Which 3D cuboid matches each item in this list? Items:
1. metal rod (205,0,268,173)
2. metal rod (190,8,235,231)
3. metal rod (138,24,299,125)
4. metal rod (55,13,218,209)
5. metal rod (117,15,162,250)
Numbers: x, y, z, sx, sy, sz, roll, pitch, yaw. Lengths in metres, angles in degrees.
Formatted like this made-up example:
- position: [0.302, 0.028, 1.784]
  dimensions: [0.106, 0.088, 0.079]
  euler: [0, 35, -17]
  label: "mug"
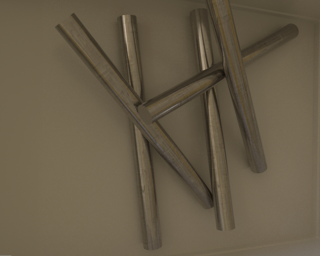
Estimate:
- position: [0.099, -0.057, 0.392]
  dimensions: [0.025, 0.025, 0.299]
  euler: [-35, 123, -17]
  label: "metal rod"
- position: [0.071, -0.014, 0.423]
  dimensions: [0.025, 0.025, 0.298]
  euler: [-5, 87, -20]
  label: "metal rod"
- position: [0.095, -0.084, 0.416]
  dimensions: [0.302, 0.025, 0.025]
  euler: [-32, 101, -29]
  label: "metal rod"
- position: [-0.014, -0.003, 0.378]
  dimensions: [0.025, 0.025, 0.300]
  euler: [-45, 115, -15]
  label: "metal rod"
- position: [-0.026, 0.007, 0.401]
  dimensions: [0.025, 0.025, 0.298]
  euler: [-7, 93, -20]
  label: "metal rod"
